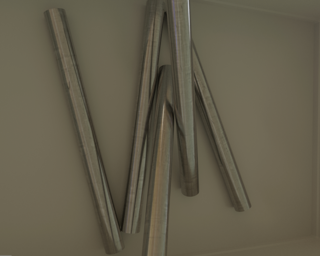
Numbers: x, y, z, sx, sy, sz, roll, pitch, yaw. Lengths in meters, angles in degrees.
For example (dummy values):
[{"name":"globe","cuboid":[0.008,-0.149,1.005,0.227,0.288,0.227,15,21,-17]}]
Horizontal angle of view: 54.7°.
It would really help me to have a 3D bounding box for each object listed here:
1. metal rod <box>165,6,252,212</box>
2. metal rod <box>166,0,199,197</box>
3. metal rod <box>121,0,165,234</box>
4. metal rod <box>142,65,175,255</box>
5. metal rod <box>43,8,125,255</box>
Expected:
[{"name":"metal rod","cuboid":[0.070,-0.021,0.437,0.025,0.025,0.298,-24,98,-19]},{"name":"metal rod","cuboid":[0.028,-0.045,0.362,0.025,0.025,0.298,-17,119,-20]},{"name":"metal rod","cuboid":[-0.022,-0.017,0.403,0.025,0.025,0.298,7,88,-20]},{"name":"metal rod","cuboid":[0.000,0.054,0.347,0.025,0.025,0.299,16,60,-20]},{"name":"metal rod","cuboid":[-0.090,0.008,0.377,0.025,0.025,0.298,-15,95,-20]}]
